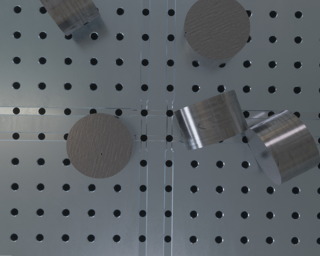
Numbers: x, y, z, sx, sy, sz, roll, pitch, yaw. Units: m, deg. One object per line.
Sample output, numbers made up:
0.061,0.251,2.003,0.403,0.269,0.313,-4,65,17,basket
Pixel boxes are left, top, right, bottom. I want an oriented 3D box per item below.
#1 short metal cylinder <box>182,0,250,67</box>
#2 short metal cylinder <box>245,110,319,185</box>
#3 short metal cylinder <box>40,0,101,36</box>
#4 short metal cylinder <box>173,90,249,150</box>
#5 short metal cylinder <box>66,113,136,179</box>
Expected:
0.070,-0.123,0.401,0.081,0.050,0.079,0,90,0,short metal cylinder
0.150,0.024,0.387,0.050,0.080,0.080,-27,90,0,short metal cylinder
-0.117,-0.163,0.385,0.050,0.080,0.080,-31,90,0,short metal cylinder
0.063,-0.010,0.386,0.080,0.080,0.050,-20,90,0,short metal cylinder
-0.073,0.021,0.400,0.081,0.050,0.079,0,90,0,short metal cylinder
